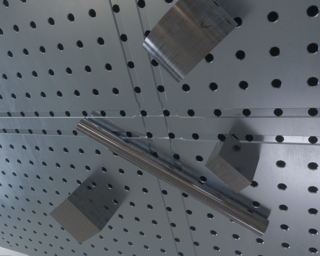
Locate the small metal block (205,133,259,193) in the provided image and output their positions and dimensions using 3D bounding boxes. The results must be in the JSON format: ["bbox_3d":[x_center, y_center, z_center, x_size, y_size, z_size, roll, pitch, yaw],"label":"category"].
[{"bbox_3d":[0.088,0.041,0.374,0.050,0.050,0.025,41,129,0],"label":"small metal block"}]

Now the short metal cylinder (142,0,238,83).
[{"bbox_3d":[0.029,-0.090,0.305,0.050,0.080,0.080,45,129,-3],"label":"short metal cylinder"}]

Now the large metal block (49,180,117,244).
[{"bbox_3d":[-0.141,0.154,0.565,0.080,0.050,0.080,46,129,-5],"label":"large metal block"}]

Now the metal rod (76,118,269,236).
[{"bbox_3d":[0.011,0.065,0.445,0.301,0.025,0.025,28,128,10],"label":"metal rod"}]
